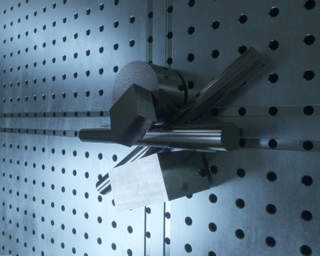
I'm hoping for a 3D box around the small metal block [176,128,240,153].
[{"bbox_3d":[0.054,0.012,0.344,0.050,0.050,0.025,0,90,41],"label":"small metal block"}]

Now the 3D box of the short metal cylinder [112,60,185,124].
[{"bbox_3d":[-0.016,-0.043,0.401,0.080,0.050,0.080,-1,89,40],"label":"short metal cylinder"}]

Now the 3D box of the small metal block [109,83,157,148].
[{"bbox_3d":[-0.032,-0.014,0.355,0.050,0.025,0.050,-43,42,32],"label":"small metal block"}]

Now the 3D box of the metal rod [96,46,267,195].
[{"bbox_3d":[0.007,0.008,0.400,0.299,0.025,0.025,-41,65,32],"label":"metal rod"}]

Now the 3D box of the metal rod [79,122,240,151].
[{"bbox_3d":[-0.030,0.010,0.383,0.299,0.025,0.025,-1,89,53],"label":"metal rod"}]

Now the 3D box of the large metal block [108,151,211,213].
[{"bbox_3d":[-0.001,0.061,0.368,0.080,0.081,0.050,-23,76,38],"label":"large metal block"}]
